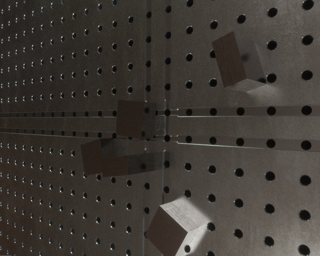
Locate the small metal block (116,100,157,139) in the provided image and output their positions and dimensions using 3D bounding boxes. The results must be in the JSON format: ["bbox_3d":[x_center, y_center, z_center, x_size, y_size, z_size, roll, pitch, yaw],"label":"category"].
[{"bbox_3d":[-0.034,-0.013,0.435,0.050,0.025,0.050,9,96,39],"label":"small metal block"}]

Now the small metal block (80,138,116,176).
[{"bbox_3d":[-0.096,0.046,0.486,0.050,0.025,0.050,-17,79,38],"label":"small metal block"}]

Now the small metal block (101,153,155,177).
[{"bbox_3d":[-0.044,0.051,0.427,0.050,0.050,0.025,-11,83,39],"label":"small metal block"}]

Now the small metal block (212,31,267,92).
[{"bbox_3d":[0.084,-0.067,0.323,0.025,0.050,0.050,-21,77,38],"label":"small metal block"}]

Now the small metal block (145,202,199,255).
[{"bbox_3d":[0.015,0.132,0.396,0.050,0.025,0.050,37,112,33],"label":"small metal block"}]
